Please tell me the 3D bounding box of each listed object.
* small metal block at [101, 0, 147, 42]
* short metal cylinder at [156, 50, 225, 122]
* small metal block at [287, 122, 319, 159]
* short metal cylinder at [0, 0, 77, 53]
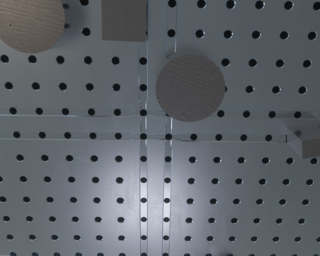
[{"bbox_3d":[-0.041,-0.129,0.365,0.050,0.025,0.050,2,110,-1],"label":"small metal block"},{"bbox_3d":[0.035,-0.053,0.381,0.081,0.050,0.079,0,110,0],"label":"short metal cylinder"},{"bbox_3d":[0.202,0.015,0.408,0.050,0.050,0.025,-9,110,3],"label":"small metal block"},{"bbox_3d":[-0.141,-0.128,0.351,0.081,0.050,0.079,0,110,0],"label":"short metal cylinder"}]
